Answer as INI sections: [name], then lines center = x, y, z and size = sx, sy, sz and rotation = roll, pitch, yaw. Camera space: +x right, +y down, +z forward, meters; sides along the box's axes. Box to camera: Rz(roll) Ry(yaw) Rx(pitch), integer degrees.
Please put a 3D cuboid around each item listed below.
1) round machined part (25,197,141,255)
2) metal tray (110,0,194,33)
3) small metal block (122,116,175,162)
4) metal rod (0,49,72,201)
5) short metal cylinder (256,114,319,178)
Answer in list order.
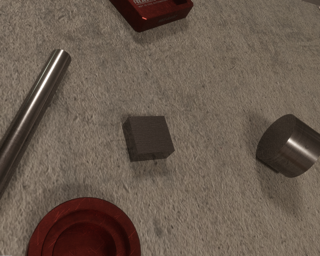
[round machined part]
center = -0.071, 0.117, 0.284
size = 0.099, 0.042, 0.098
rotation = 14, 56, -21
[metal tray]
center = -0.015, -0.219, 0.527
size = 0.131, 0.030, 0.090
rotation = -33, 80, -38
[small metal block]
center = -0.015, 0.013, 0.389
size = 0.050, 0.025, 0.050
rotation = -2, 63, -30
[metal rod]
center = -0.151, 0.029, 0.305
size = 0.025, 0.025, 0.300
rotation = 23, 53, -15
[short metal cylinder]
center = 0.190, 0.026, 0.458
size = 0.050, 0.080, 0.080
rotation = 34, 51, -7
